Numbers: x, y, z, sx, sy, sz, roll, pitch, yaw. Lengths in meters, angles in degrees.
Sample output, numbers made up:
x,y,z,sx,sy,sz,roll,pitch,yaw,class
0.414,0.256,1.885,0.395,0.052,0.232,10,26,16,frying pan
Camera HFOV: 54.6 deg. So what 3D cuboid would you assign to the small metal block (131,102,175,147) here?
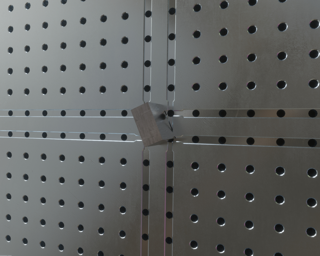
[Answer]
x,y,z,sx,sy,sz,roll,pitch,yaw,class
-0.008,-0.004,0.403,0.025,0.050,0.050,-24,82,19,small metal block
